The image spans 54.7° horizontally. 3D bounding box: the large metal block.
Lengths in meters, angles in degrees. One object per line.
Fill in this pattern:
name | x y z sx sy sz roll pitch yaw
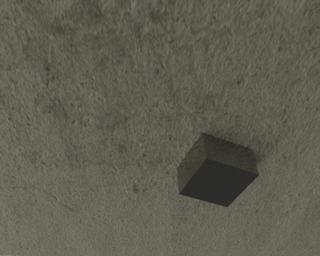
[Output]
large metal block | 0.080 0.062 0.445 0.081 0.050 0.079 18 128 -16
